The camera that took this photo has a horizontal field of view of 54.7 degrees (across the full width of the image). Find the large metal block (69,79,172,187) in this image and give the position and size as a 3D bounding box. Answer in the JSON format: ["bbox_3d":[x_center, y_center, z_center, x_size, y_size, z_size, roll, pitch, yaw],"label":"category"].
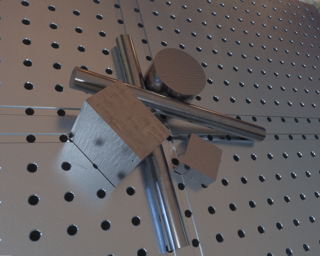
[{"bbox_3d":[-0.047,0.008,0.342,0.080,0.080,0.050,46,51,4],"label":"large metal block"}]

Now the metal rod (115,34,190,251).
[{"bbox_3d":[-0.016,0.001,0.400,0.025,0.025,0.299,-2,63,-29],"label":"metal rod"}]

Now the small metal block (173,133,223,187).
[{"bbox_3d":[0.051,0.042,0.413,0.050,0.025,0.050,29,52,-10],"label":"small metal block"}]

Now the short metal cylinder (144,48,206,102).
[{"bbox_3d":[0.018,-0.067,0.444,0.081,0.050,0.080,14,56,-21],"label":"short metal cylinder"}]

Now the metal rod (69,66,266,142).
[{"bbox_3d":[0.031,-0.023,0.416,0.302,0.025,0.025,15,56,-29],"label":"metal rod"}]
